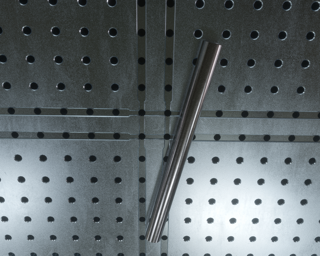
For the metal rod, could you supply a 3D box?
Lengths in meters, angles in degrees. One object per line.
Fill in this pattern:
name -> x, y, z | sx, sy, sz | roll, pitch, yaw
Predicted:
metal rod -> 0.026, 0.032, 0.425 | 0.025, 0.025, 0.298 | 14, 109, -6
